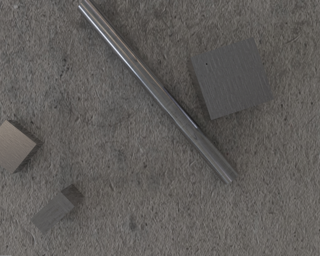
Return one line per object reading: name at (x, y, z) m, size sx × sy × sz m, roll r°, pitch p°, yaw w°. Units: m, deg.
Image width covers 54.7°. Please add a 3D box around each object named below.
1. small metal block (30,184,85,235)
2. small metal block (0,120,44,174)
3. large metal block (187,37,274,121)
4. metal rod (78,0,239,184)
small metal block at (-0.129, 0.102, 0.396) m, size 0.050 × 0.050 × 0.025 m, roll -43°, pitch 90°, yaw 0°
small metal block at (-0.193, 0.024, 0.408) m, size 0.050 × 0.025 × 0.050 m, roll 39°, pitch 90°, yaw 0°
large metal block at (0.087, -0.060, 0.398) m, size 0.080 × 0.050 × 0.080 m, roll -18°, pitch 90°, yaw 0°
metal rod at (-0.002, -0.048, 0.409) m, size 0.025 × 0.025 × 0.300 m, roll -40°, pitch 90°, yaw 0°
